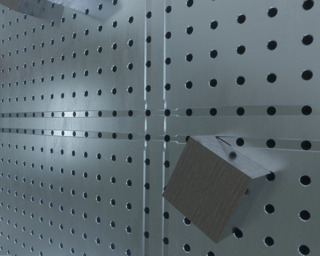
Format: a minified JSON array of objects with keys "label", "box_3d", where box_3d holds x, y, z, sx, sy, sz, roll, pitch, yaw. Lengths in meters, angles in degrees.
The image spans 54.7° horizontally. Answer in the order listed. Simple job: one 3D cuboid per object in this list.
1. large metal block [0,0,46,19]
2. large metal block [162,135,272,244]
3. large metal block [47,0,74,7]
[{"label":"large metal block","box_3d":[-0.267,-0.270,0.609,0.080,0.050,0.079,31,109,35]},{"label":"large metal block","box_3d":[0.060,0.063,0.342,0.080,0.050,0.079,36,112,34]},{"label":"large metal block","box_3d":[-0.185,-0.264,0.523,0.050,0.081,0.080,-24,75,37]}]
